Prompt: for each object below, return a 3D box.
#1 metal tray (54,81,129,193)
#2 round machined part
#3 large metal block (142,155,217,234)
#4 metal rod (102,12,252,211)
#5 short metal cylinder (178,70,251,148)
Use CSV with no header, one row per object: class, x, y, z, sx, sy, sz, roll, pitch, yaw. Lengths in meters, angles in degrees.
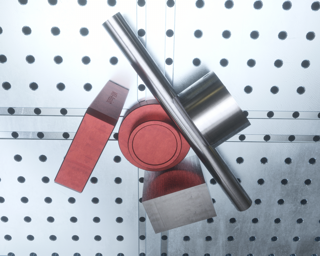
metal tray,-0.074,0.003,0.358,0.030,0.130,0.089,26,108,-9
round machined part,-0.007,0.015,0.409,0.099,0.042,0.097,0,110,-1
large metal block,0.024,0.086,0.416,0.080,0.080,0.050,-18,109,6
metal rod,0.031,-0.008,0.388,0.025,0.025,0.299,-34,107,11
short metal cylinder,0.065,-0.023,0.375,0.050,0.080,0.080,-35,107,12
